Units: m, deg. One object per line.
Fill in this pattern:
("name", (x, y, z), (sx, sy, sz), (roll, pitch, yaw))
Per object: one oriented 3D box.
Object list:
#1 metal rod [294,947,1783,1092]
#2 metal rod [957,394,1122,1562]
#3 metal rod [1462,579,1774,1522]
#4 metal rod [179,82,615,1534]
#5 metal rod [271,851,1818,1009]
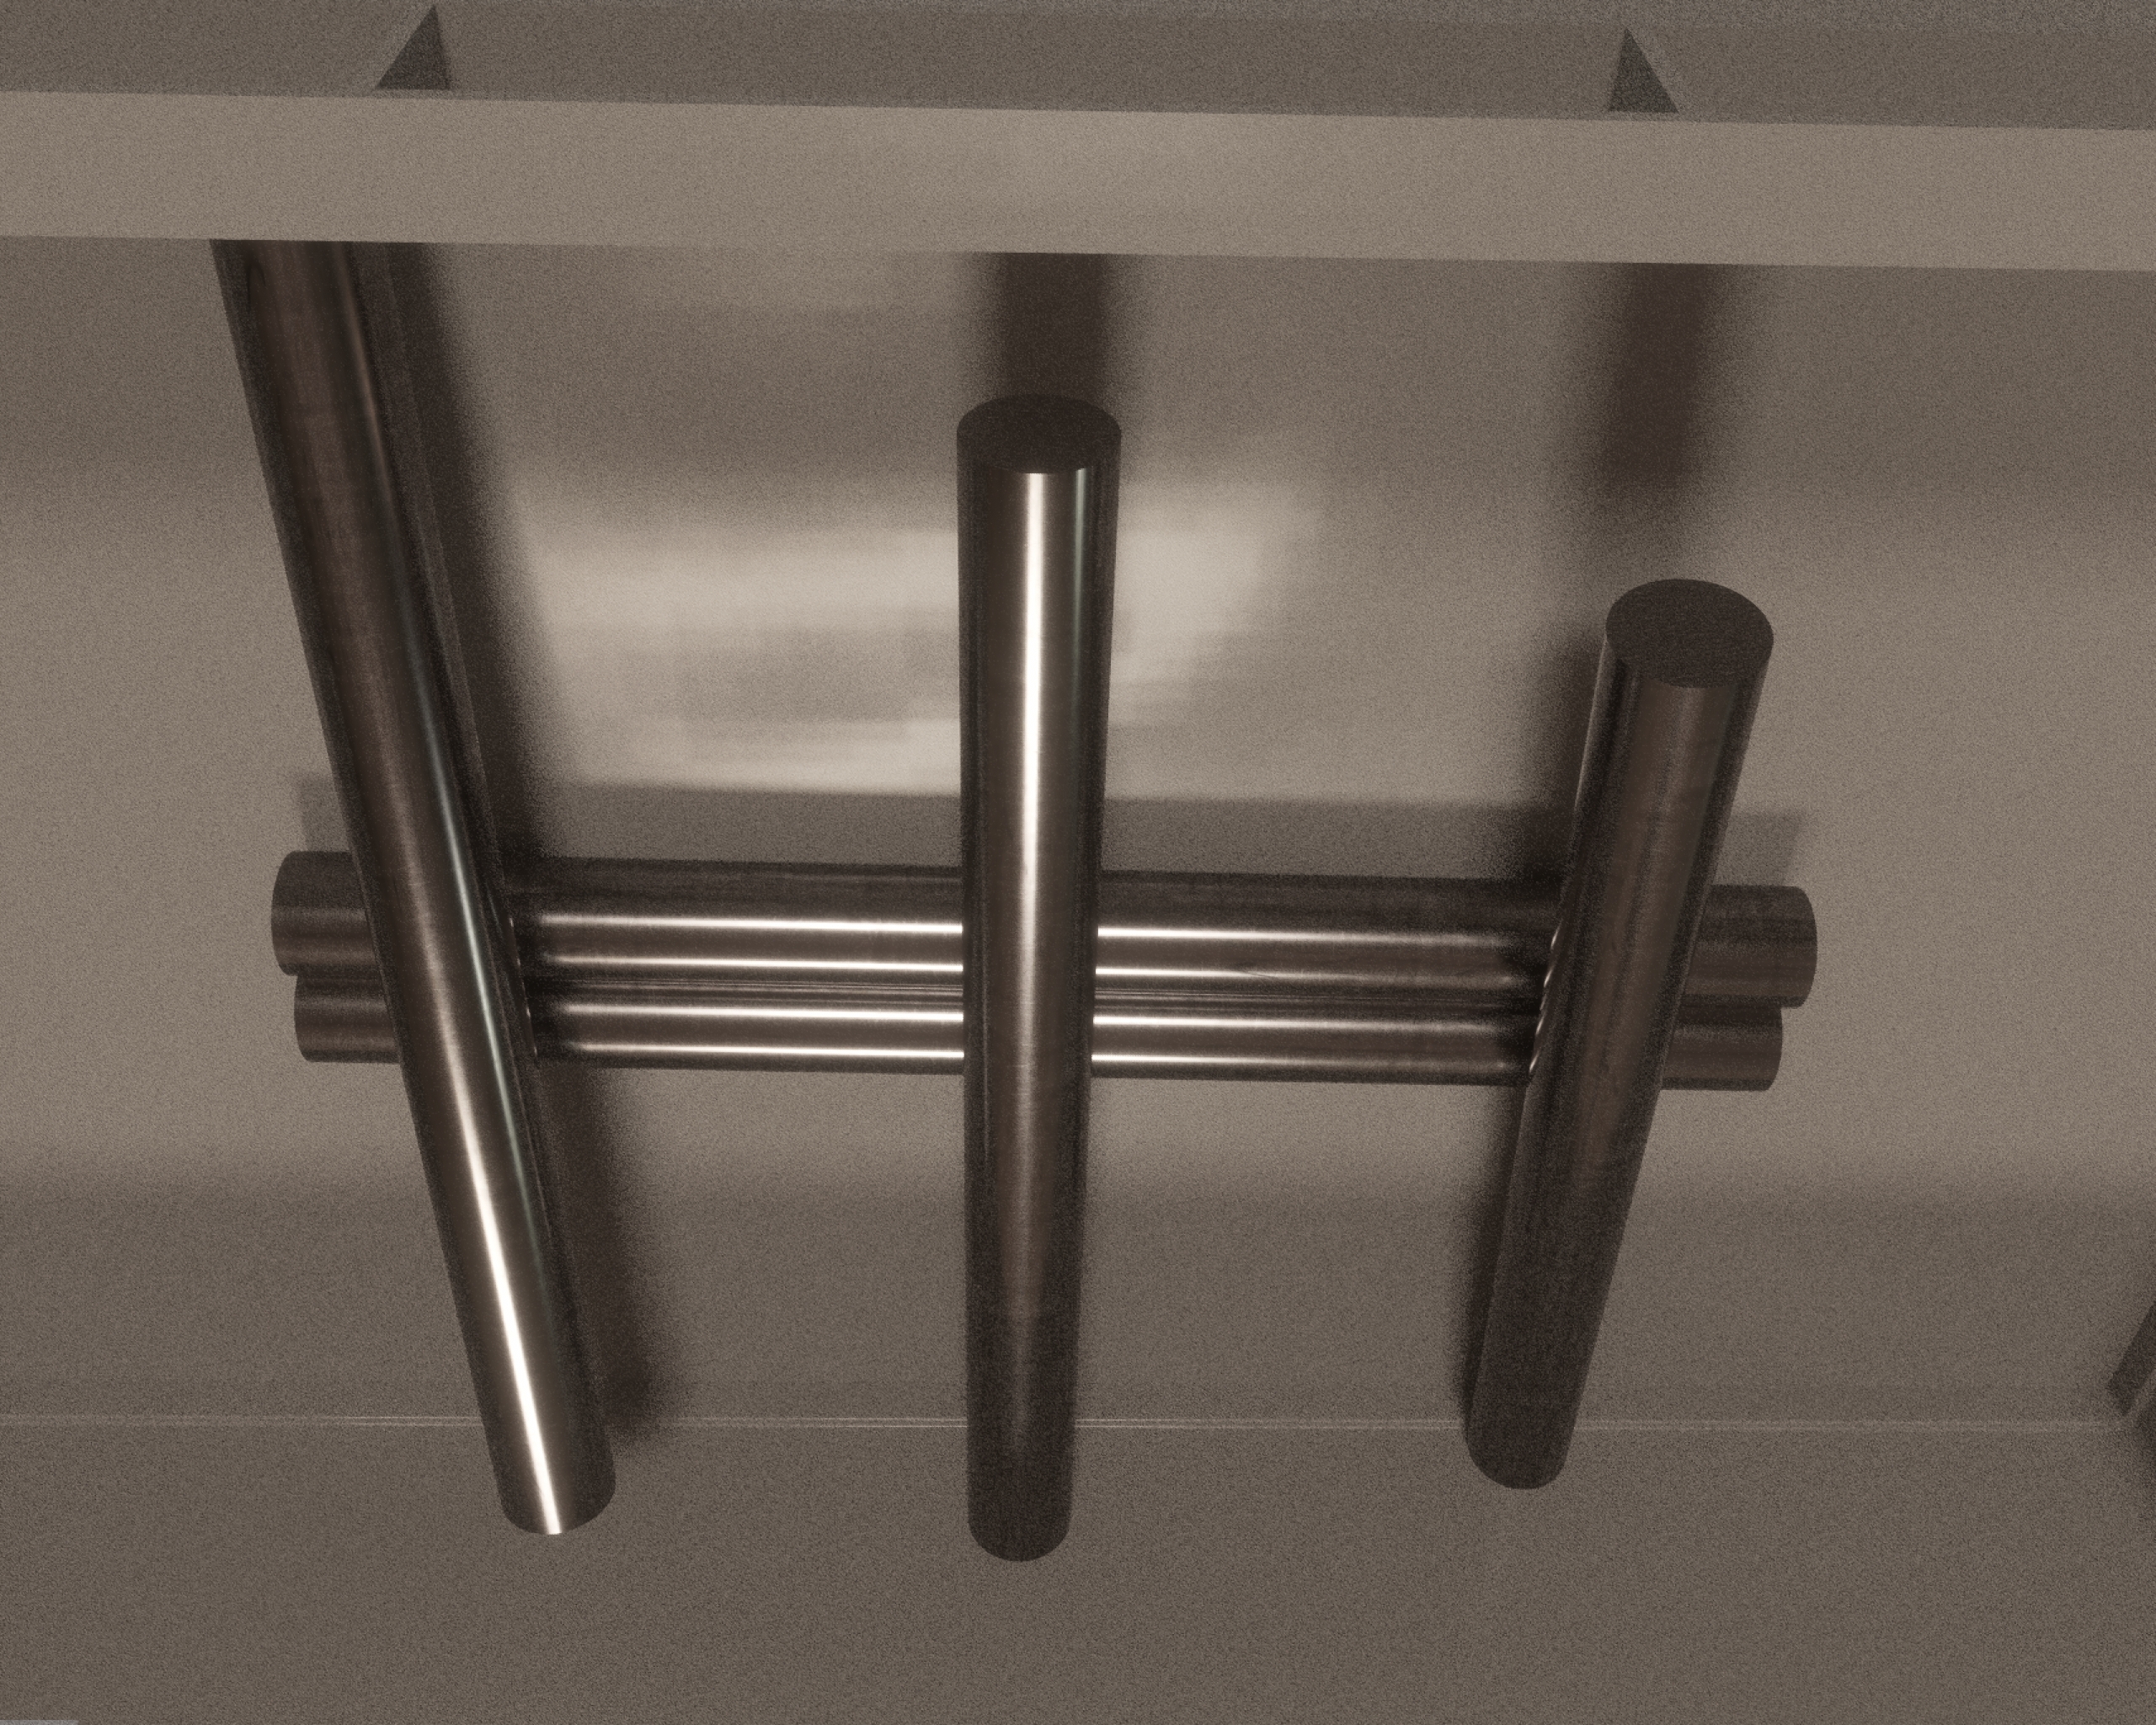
("metal rod", (-0.006, 0.032, 0.435), (0.302, 0.025, 0.025), (1, 130, -2))
("metal rod", (-0.010, 0.047, 0.415), (0.025, 0.025, 0.298), (1, 131, -1))
("metal rod", (0.104, 0.063, 0.433), (0.025, 0.025, 0.298), (-3, 139, 2))
("metal rod", (-0.117, 0.014, 0.386), (0.025, 0.025, 0.298), (-1, 122, 0))
("metal rod", (-0.005, 0.014, 0.420), (0.302, 0.025, 0.025), (1, 130, -2))
